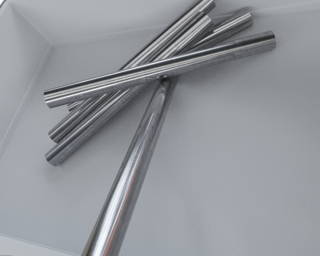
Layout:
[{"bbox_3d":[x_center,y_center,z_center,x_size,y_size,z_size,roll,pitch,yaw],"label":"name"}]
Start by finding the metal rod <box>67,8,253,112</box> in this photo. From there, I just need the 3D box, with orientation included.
[{"bbox_3d":[-0.007,-0.093,0.465,0.301,0.025,0.025,-26,53,11],"label":"metal rod"}]

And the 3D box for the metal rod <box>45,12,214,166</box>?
[{"bbox_3d":[-0.048,-0.049,0.436,0.300,0.025,0.025,-41,51,9],"label":"metal rod"}]

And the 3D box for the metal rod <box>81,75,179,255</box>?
[{"bbox_3d":[-0.015,0.011,0.328,0.025,0.025,0.301,-11,33,22],"label":"metal rod"}]

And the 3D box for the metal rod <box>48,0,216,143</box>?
[{"bbox_3d":[-0.045,-0.081,0.446,0.300,0.025,0.025,-40,51,8],"label":"metal rod"}]

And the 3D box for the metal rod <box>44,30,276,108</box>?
[{"bbox_3d":[-0.001,-0.076,0.404,0.302,0.025,0.025,-15,55,1],"label":"metal rod"}]
